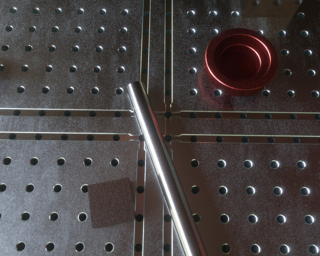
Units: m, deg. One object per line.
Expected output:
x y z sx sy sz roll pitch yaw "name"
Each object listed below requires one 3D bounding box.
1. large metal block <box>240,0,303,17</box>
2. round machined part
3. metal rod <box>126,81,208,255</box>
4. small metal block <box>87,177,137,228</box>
0.170 -0.221 0.481 0.081 0.050 0.080 0 70 -1 "large metal block"
0.110 -0.088 0.436 0.099 0.042 0.098 0 70 -1 "round machined part"
0.015 0.074 0.384 0.025 0.025 0.299 -18 71 -7 "metal rod"
-0.058 0.092 0.378 0.050 0.025 0.050 -10 70 -4 "small metal block"
